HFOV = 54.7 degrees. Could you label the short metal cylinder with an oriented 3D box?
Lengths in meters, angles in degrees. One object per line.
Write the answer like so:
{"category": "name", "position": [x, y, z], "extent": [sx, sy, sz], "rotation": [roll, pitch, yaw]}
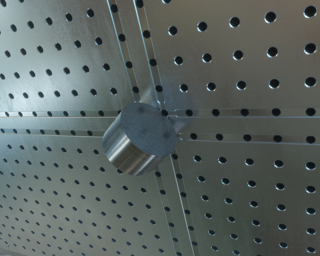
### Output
{"category": "short metal cylinder", "position": [-0.026, 0.014, 0.395], "extent": [0.080, 0.080, 0.050], "rotation": [42, 129, -1]}
